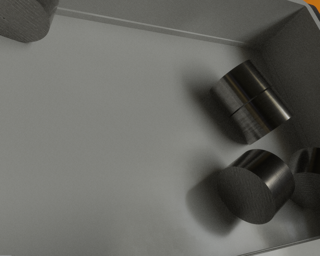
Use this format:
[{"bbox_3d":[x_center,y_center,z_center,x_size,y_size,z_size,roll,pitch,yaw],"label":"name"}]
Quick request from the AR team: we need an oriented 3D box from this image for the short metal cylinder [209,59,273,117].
[{"bbox_3d":[0.124,-0.060,0.476,0.081,0.080,0.050,-28,77,-37],"label":"short metal cylinder"}]

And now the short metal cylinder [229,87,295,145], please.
[{"bbox_3d":[0.152,-0.017,0.465,0.081,0.080,0.050,-28,77,-37],"label":"short metal cylinder"}]

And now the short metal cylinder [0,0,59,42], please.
[{"bbox_3d":[-0.168,-0.151,0.373,0.081,0.080,0.050,16,55,-20],"label":"short metal cylinder"}]

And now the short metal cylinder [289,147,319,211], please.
[{"bbox_3d":[0.226,0.074,0.450,0.080,0.080,0.050,38,51,-3],"label":"short metal cylinder"}]

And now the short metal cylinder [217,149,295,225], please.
[{"bbox_3d":[0.120,0.073,0.393,0.050,0.080,0.080,-29,78,-38],"label":"short metal cylinder"}]
